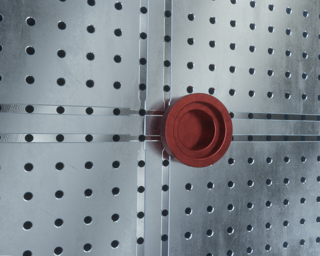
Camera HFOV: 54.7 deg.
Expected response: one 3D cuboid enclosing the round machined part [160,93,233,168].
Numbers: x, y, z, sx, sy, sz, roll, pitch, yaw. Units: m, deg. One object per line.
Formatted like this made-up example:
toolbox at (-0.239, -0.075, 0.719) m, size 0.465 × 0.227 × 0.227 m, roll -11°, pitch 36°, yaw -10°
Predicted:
round machined part at (0.046, 0.003, 0.422) m, size 0.099 × 0.042 × 0.097 m, roll 0°, pitch 90°, yaw -21°
